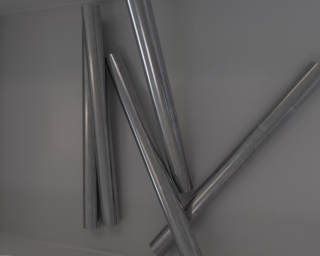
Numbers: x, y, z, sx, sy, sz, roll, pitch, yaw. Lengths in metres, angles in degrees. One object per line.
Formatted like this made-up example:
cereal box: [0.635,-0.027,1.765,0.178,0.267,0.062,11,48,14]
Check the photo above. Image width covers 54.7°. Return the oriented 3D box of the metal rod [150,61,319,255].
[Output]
metal rod: [0.088,0.047,0.379,0.025,0.025,0.299,42,103,15]

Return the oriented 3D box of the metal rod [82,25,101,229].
metal rod: [-0.099,-0.008,0.445,0.025,0.025,0.298,0,90,20]

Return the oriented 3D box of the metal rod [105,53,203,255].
metal rod: [-0.011,0.036,0.396,0.025,0.025,0.299,-27,75,18]

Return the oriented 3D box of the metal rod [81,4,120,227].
metal rod: [-0.081,-0.015,0.426,0.025,0.025,0.298,-4,94,20]

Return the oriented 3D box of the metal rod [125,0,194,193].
metal rod: [-0.004,-0.057,0.347,0.025,0.025,0.298,-6,113,20]
